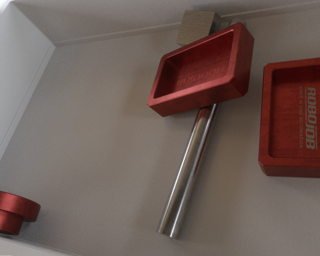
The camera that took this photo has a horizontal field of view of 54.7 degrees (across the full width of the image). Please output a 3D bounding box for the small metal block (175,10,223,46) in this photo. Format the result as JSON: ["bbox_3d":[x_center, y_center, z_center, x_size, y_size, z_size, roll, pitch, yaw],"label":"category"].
[{"bbox_3d":[0.057,-0.141,0.451,0.050,0.025,0.050,19,94,34],"label":"small metal block"}]

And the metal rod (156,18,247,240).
[{"bbox_3d":[0.059,-0.015,0.383,0.025,0.025,0.300,8,65,31],"label":"metal rod"}]

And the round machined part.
[{"bbox_3d":[-0.211,0.110,0.399,0.098,0.098,0.042,-3,61,26],"label":"round machined part"}]

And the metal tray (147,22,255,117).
[{"bbox_3d":[0.049,-0.070,0.391,0.130,0.030,0.090,-13,51,42],"label":"metal tray"}]

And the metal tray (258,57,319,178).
[{"bbox_3d":[0.156,-0.014,0.328,0.090,0.030,0.130,-2,61,27],"label":"metal tray"}]
